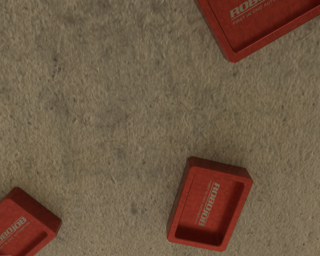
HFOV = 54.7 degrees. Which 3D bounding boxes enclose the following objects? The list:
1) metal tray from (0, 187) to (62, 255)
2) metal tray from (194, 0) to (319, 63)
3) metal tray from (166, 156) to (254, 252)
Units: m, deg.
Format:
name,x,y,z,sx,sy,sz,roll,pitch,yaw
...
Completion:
name,x,y,z,sx,sy,sz,roll,pitch,yaw
metal tray,-0.225,0.160,0.462,0.130,0.030,0.090,-42,106,13
metal tray,0.117,-0.146,0.354,0.130,0.030,0.090,-30,108,10
metal tray,0.068,0.112,0.449,0.091,0.030,0.129,13,110,-6
